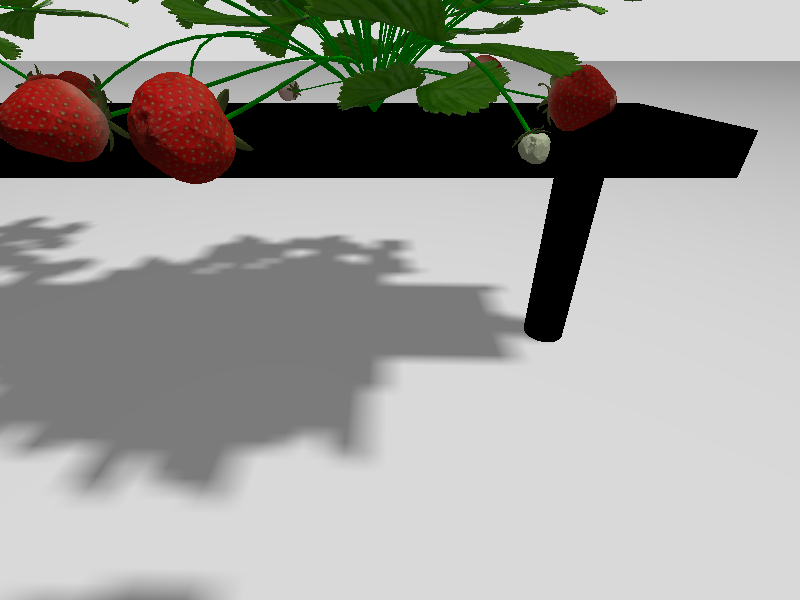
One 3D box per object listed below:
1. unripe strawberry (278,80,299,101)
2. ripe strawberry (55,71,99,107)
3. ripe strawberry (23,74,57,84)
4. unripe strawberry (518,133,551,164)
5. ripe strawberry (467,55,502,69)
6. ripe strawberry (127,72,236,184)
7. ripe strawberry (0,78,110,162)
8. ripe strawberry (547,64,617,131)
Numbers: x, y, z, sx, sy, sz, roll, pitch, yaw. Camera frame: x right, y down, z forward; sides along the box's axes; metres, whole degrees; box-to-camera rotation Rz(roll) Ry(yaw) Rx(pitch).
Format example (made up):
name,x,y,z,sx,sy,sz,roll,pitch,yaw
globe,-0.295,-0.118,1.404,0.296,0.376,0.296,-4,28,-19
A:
name,x,y,z,sx,sy,sz,roll,pitch,yaw
unripe strawberry,-0.104,-0.195,0.372,0.020,0.017,0.020,23,39,33
ripe strawberry,-0.228,-0.142,0.280,0.032,0.031,0.029,-9,33,-6
ripe strawberry,-0.239,-0.139,0.276,0.028,0.027,0.030,35,32,-10
unripe strawberry,0.057,-0.063,0.169,0.014,0.012,0.012,-13,-12,-20
ripe strawberry,0.087,-0.225,0.405,0.037,0.039,0.040,27,40,36
ripe strawberry,-0.076,-0.058,0.138,0.031,0.036,0.034,8,34,13
ripe strawberry,-0.142,-0.073,0.164,0.036,0.031,0.036,21,38,29
ripe strawberry,0.103,-0.114,0.227,0.035,0.034,0.038,23,39,31
